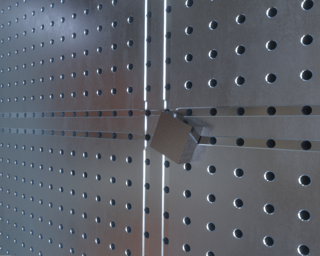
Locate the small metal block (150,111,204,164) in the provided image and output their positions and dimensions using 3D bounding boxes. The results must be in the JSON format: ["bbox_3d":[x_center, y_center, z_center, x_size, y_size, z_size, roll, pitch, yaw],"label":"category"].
[{"bbox_3d":[0.020,0.011,0.391,0.050,0.025,0.050,30,108,35],"label":"small metal block"}]
